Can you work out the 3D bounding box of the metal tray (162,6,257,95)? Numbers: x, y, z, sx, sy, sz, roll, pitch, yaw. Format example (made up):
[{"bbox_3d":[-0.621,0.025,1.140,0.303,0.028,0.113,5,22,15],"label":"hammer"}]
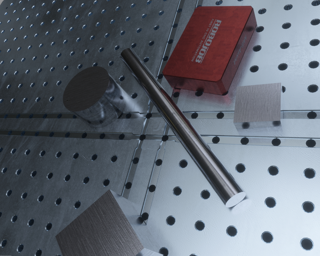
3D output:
[{"bbox_3d":[0.071,-0.114,0.437,0.090,0.030,0.130,14,69,33],"label":"metal tray"}]

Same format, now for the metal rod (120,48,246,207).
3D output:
[{"bbox_3d":[0.013,-0.023,0.414,0.025,0.025,0.300,-37,51,3],"label":"metal rod"}]

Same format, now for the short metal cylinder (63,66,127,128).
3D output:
[{"bbox_3d":[-0.098,-0.046,0.470,0.080,0.050,0.080,-13,56,20],"label":"short metal cylinder"}]

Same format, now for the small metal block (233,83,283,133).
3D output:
[{"bbox_3d":[0.116,-0.023,0.361,0.050,0.025,0.050,-2,61,26],"label":"small metal block"}]

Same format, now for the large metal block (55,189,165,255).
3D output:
[{"bbox_3d":[-0.056,0.130,0.341,0.080,0.050,0.080,-41,51,-1],"label":"large metal block"}]
